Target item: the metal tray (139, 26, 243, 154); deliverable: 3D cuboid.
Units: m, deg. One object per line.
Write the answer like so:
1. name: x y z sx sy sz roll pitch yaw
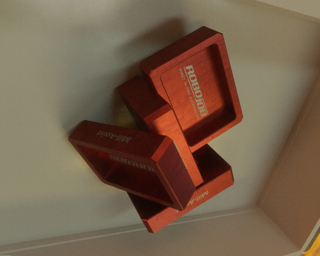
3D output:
1. metal tray: 0.042 -0.040 0.364 0.090 0.030 0.130 -32 128 -8

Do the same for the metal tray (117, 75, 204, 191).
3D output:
1. metal tray: 0.002 0.010 0.372 0.030 0.090 0.130 -32 129 -8

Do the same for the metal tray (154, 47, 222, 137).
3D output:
1. metal tray: 0.050 -0.041 0.409 0.090 0.030 0.129 -29 128 -8

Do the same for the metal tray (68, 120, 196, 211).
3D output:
1. metal tray: -0.033 0.040 0.349 0.030 0.130 0.090 -54 136 -30

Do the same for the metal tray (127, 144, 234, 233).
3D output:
1. metal tray: 0.021 0.071 0.422 0.131 0.090 0.030 -29 129 -11
